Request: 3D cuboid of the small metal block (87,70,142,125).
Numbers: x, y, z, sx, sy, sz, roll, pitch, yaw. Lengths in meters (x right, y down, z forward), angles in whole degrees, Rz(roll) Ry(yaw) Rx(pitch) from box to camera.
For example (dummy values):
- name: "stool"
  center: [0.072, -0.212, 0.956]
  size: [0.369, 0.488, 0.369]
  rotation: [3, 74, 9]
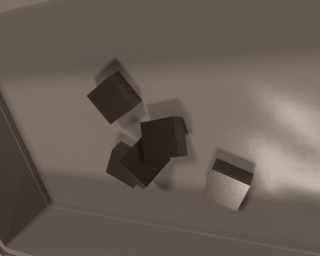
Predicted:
- name: "small metal block"
  center: [-0.061, -0.040, 0.414]
  size: [0.050, 0.025, 0.050]
  rotation: [-31, 102, 37]

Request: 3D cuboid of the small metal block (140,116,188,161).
- name: "small metal block"
  center: [0.005, 0.014, 0.399]
  size: [0.050, 0.025, 0.050]
  rotation: [-10, 83, 31]

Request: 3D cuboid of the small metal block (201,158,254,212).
- name: "small metal block"
  center: [0.088, 0.075, 0.408]
  size: [0.050, 0.025, 0.050]
  rotation: [23, 127, 13]

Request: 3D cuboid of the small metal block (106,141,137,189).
- name: "small metal block"
  center: [-0.049, 0.056, 0.467]
  size: [0.050, 0.025, 0.050]
  rotation: [29, 128, 9]

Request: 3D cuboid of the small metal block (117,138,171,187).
- name: "small metal block"
  center: [-0.023, 0.046, 0.428]
  size: [0.050, 0.050, 0.025]
  rotation: [43, 161, -2]
